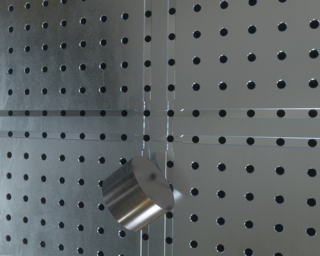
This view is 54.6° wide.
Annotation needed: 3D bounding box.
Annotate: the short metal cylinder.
[{"bbox_3d":[-0.026,0.082,0.393,0.050,0.080,0.080,-38,78,16],"label":"short metal cylinder"}]
